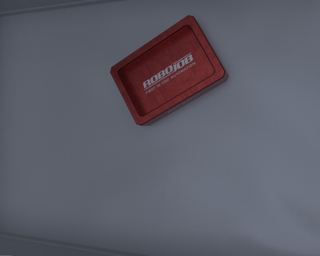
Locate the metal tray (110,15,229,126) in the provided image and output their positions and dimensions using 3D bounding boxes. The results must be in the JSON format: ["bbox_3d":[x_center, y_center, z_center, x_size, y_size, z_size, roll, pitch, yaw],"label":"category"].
[{"bbox_3d":[0.010,-0.071,0.403,0.130,0.030,0.090,-30,81,17],"label":"metal tray"}]
